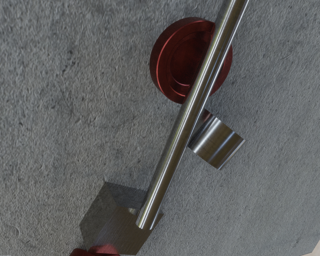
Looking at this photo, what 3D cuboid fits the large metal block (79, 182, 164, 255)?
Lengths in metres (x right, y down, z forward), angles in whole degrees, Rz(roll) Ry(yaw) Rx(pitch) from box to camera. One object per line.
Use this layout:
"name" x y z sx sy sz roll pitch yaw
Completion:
"large metal block" -0.055 0.131 0.441 0.080 0.050 0.080 22 107 -36

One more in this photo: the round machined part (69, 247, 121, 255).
"round machined part" -0.085 0.204 0.452 0.042 0.098 0.098 -55 140 -37

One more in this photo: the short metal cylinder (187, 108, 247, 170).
"short metal cylinder" 0.068 0.012 0.416 0.080 0.080 0.050 32 100 -38

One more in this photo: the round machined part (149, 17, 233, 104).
"round machined part" 0.032 -0.080 0.364 0.099 0.042 0.097 -14 124 -21

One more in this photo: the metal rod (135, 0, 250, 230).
"metal rod" 0.030 -0.006 0.360 0.025 0.025 0.298 9 112 -32
